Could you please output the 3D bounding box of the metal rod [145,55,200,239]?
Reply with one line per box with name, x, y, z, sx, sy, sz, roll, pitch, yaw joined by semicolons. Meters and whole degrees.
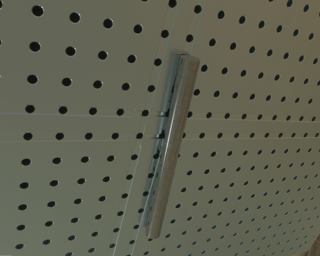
metal rod;0.013;0.045;0.447;0.025;0.025;0.298;-4;120;-27
